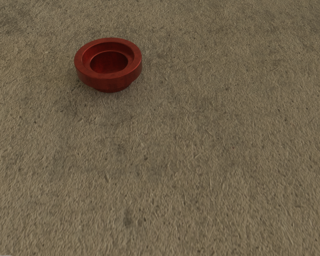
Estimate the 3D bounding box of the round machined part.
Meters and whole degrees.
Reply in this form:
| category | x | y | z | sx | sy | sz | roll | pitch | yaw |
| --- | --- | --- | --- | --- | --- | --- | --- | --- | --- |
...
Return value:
| category | x | y | z | sx | sy | sz | roll | pitch | yaw |
| --- | --- | --- | --- | --- | --- | --- | --- | --- | --- |
| round machined part | -0.076 | -0.091 | 0.469 | 0.099 | 0.042 | 0.098 | 0 | 50 | 0 |
